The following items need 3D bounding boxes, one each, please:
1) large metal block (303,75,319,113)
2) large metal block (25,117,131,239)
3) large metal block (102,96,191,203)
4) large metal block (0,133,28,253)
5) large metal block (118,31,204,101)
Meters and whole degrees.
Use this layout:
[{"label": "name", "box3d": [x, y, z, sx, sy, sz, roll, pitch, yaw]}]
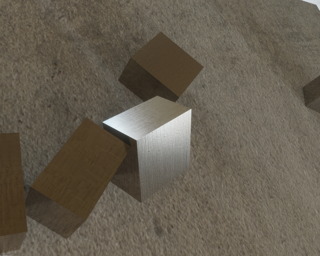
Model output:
[{"label": "large metal block", "box3d": [0.340, -0.067, 0.596, 0.080, 0.080, 0.050, 22, 54, -16]}, {"label": "large metal block", "box3d": [-0.080, 0.050, 0.296, 0.050, 0.080, 0.080, 34, 51, -6]}, {"label": "large metal block", "box3d": [-0.011, 0.021, 0.342, 0.050, 0.079, 0.081, 25, 40, 36]}, {"label": "large metal block", "box3d": [-0.144, 0.058, 0.256, 0.050, 0.080, 0.080, -2, 63, -30]}, {"label": "large metal block", "box3d": [0.002, -0.077, 0.438, 0.080, 0.050, 0.080, 40, 51, -2]}]
